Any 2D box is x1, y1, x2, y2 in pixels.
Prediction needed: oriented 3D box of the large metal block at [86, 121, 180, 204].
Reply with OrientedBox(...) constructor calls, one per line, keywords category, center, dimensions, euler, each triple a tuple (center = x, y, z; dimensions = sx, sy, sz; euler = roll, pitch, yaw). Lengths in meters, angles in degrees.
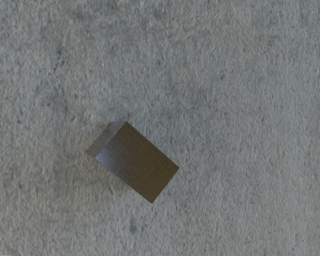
OrientedBox(category="large metal block", center=(-0.036, 0.037, 0.367), dimensions=(0.080, 0.080, 0.050), euler=(42, 77, -16))
